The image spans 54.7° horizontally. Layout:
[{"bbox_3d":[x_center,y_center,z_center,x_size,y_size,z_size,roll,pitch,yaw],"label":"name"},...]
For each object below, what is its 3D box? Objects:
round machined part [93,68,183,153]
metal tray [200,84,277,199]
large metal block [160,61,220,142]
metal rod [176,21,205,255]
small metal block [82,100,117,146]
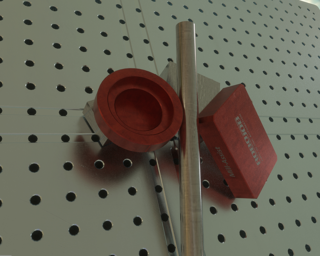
[{"bbox_3d":[-0.027,-0.016,0.353,0.099,0.042,0.098,11,58,-19],"label":"round machined part"},{"bbox_3d":[0.106,0.018,0.414,0.090,0.030,0.130,-45,113,-38],"label":"metal tray"},{"bbox_3d":[0.034,-0.033,0.427,0.080,0.050,0.080,21,54,-16],"label":"large metal block"},{"bbox_3d":[0.034,0.015,0.362,0.025,0.025,0.299,6,75,-25],"label":"metal rod"},{"bbox_3d":[-0.058,-0.013,0.381,0.050,0.025,0.050,-25,75,-37],"label":"small metal block"}]
